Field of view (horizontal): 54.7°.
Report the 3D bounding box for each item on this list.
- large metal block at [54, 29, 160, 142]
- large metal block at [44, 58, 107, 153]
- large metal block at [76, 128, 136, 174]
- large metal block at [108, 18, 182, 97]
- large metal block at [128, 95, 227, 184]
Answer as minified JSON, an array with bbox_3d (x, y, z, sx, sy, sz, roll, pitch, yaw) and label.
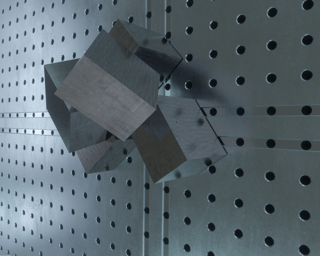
[{"bbox_3d":[-0.048,-0.046,0.319,0.050,0.080,0.080,-44,21,26],"label":"large metal block"},{"bbox_3d":[-0.106,-0.029,0.392,0.080,0.050,0.079,55,147,25],"label":"large metal block"},{"bbox_3d":[-0.085,0.010,0.460,0.080,0.050,0.080,-47,63,29],"label":"large metal block"},{"bbox_3d":[-0.033,-0.082,0.397,0.080,0.081,0.050,-49,61,29],"label":"large metal block"},{"bbox_3d":[0.019,0.011,0.355,0.050,0.081,0.080,-41,65,32],"label":"large metal block"}]
